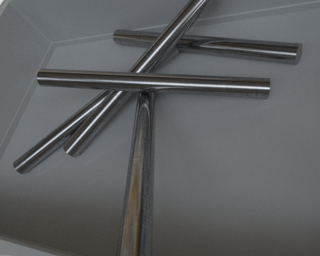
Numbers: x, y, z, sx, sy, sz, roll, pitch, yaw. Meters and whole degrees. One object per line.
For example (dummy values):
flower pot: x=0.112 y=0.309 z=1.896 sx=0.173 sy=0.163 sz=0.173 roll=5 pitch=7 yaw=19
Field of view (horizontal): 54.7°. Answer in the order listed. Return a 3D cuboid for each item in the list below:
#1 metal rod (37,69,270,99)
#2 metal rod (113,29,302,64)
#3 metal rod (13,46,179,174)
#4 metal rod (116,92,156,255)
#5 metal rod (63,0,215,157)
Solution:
metal rod: x=-0.018 y=-0.059 z=0.400 sx=0.301 sy=0.025 sz=0.025 roll=5 pitch=63 yaw=12
metal rod: x=0.047 y=-0.124 z=0.455 sx=0.300 sy=0.025 sz=0.025 roll=16 pitch=70 yaw=34
metal rod: x=-0.098 y=-0.029 z=0.464 sx=0.300 sy=0.025 sz=0.025 roll=-37 pitch=51 yaw=6
metal rod: x=-0.018 y=0.018 z=0.327 sx=0.025 sy=0.025 sz=0.300 roll=-23 pitch=29 yaw=14
metal rod: x=-0.030 y=-0.075 z=0.430 sx=0.299 sy=0.025 sz=0.025 roll=-48 pitch=51 yaw=8
